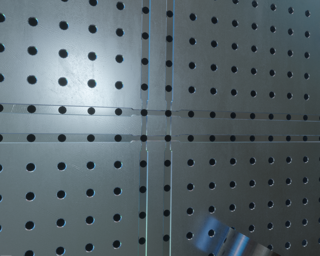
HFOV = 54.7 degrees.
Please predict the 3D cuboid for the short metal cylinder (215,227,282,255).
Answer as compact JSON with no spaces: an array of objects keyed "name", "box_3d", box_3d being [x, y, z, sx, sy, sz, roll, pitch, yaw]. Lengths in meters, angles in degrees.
[{"name":"short metal cylinder","box_3d":[0.122,0.180,0.429,0.080,0.080,0.050,32,80,-17]}]
